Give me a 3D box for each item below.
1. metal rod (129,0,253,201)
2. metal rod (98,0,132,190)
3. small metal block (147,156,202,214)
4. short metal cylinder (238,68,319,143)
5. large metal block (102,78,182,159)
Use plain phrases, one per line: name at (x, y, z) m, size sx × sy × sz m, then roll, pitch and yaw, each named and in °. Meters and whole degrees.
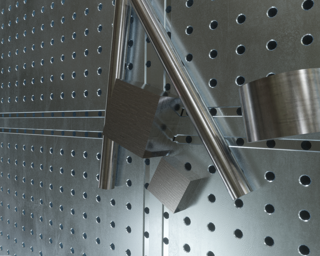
metal rod at (0.029, -0.054, 0.383) m, size 0.025 × 0.025 × 0.299 m, roll -38°, pitch 67°, yaw 33°
metal rod at (-0.066, -0.057, 0.461) m, size 0.025 × 0.025 × 0.298 m, roll 10°, pitch 96°, yaw 39°
small metal block at (0.017, 0.071, 0.393) m, size 0.050 × 0.025 × 0.050 m, roll 37°, pitch 112°, yaw 33°
short metal cylinder at (0.115, -0.017, 0.278) m, size 0.080 × 0.081 × 0.050 m, roll -13°, pitch 82°, yaw 39°
large metal block at (-0.023, -0.014, 0.410) m, size 0.080 × 0.050 × 0.079 m, roll 26°, pitch 106°, yaw 36°
